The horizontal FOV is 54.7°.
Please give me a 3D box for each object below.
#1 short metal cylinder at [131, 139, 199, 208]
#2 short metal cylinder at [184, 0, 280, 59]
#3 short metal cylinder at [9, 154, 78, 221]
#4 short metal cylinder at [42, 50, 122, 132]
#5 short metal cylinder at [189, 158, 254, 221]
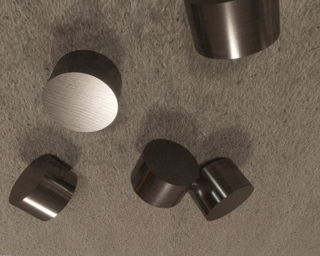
[{"bbox_3d":[0.006,0.061,0.424,0.081,0.080,0.050,17,128,-15],"label":"short metal cylinder"},{"bbox_3d":[0.066,-0.106,0.282,0.080,0.080,0.050,-12,129,10],"label":"short metal cylinder"},{"bbox_3d":[-0.165,0.084,0.440,0.080,0.080,0.050,-30,124,23],"label":"short metal cylinder"},{"bbox_3d":[-0.086,-0.041,0.354,0.081,0.050,0.079,0,130,0],"label":"short metal cylinder"},{"bbox_3d":[0.086,0.089,0.446,0.081,0.050,0.080,-23,145,-17],"label":"short metal cylinder"}]
